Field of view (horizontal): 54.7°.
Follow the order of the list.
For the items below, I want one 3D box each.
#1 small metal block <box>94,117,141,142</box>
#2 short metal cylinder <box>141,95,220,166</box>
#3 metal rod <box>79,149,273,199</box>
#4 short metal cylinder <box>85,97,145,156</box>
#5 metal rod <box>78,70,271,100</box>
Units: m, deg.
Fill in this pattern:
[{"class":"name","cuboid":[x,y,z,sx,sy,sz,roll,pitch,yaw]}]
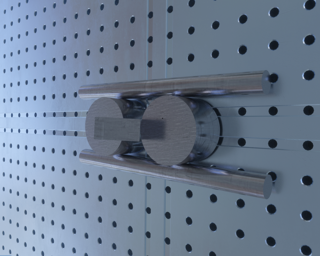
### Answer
[{"class":"small metal block","cuboid":[-0.049,0.001,0.368,0.050,0.050,0.025,3,92,-3]},{"class":"short metal cylinder","cuboid":[0.023,0.003,0.369,0.080,0.050,0.079,0,90,40]},{"class":"metal rod","cuboid":[-0.006,0.053,0.410,0.300,0.025,0.025,3,92,39]},{"class":"short metal cylinder","cuboid":[-0.060,-0.002,0.439,0.080,0.050,0.079,0,90,40]},{"class":"metal rod","cuboid":[-0.007,-0.052,0.411,0.300,0.025,0.025,3,92,39]}]
